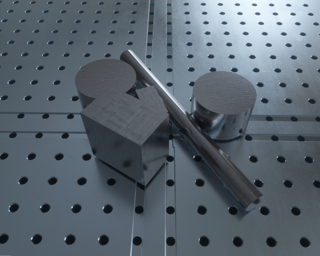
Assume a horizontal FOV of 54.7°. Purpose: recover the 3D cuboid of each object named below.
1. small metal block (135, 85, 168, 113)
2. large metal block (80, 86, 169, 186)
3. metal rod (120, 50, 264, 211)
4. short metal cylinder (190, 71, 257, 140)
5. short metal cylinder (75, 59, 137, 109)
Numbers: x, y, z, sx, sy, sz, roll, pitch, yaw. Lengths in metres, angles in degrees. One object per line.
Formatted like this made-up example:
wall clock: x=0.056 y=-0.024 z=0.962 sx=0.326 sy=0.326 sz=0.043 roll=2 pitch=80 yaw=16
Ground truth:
small metal block: x=-0.011 y=-0.018 z=0.401 sx=0.025 sy=0.050 sz=0.050 roll=-17 pitch=52 yaw=-13
large metal block: x=-0.037 y=0.010 z=0.358 sx=0.080 sy=0.080 sz=0.050 roll=27 pitch=56 yaw=21
metal rod: x=0.025 y=-0.017 z=0.417 sx=0.025 sy=0.025 sz=0.300 roll=-25 pitch=55 yaw=-20
short metal cylinder: x=0.082 y=-0.031 z=0.413 sx=0.081 sy=0.050 sz=0.080 roll=0 pitch=50 yaw=0
short metal cylinder: x=-0.072 y=-0.051 z=0.429 sx=0.081 sy=0.050 sz=0.080 roll=0 pitch=50 yaw=0
